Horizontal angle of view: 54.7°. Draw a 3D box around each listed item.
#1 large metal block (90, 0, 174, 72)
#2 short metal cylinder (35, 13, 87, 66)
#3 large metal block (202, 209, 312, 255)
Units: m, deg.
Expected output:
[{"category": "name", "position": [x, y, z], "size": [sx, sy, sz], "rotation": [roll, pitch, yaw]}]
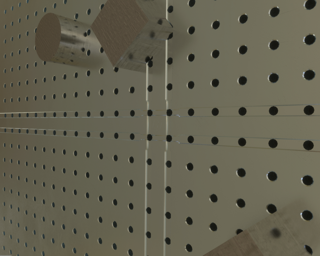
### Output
[{"category": "large metal block", "position": [-0.040, -0.137, 0.426], "size": [0.080, 0.050, 0.080], "rotation": [-44, 63, 31]}, {"category": "short metal cylinder", "position": [-0.171, -0.151, 0.535], "size": [0.080, 0.050, 0.080], "rotation": [0, 90, 40]}, {"category": "large metal block", "position": [0.087, 0.129, 0.302], "size": [0.080, 0.081, 0.050], "rotation": [-46, 63, 30]}]
